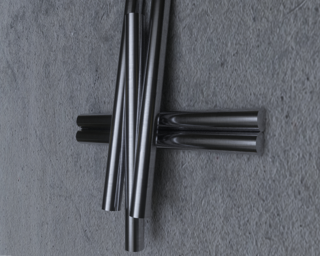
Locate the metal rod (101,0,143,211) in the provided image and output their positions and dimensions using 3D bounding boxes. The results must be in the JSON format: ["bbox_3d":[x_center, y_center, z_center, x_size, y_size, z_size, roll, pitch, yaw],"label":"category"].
[{"bbox_3d":[-0.049,-0.042,0.417,0.025,0.025,0.298,0,82,39],"label":"metal rod"}]

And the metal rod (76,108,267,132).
[{"bbox_3d":[-0.011,-0.010,0.414,0.300,0.025,0.025,1,91,39],"label":"metal rod"}]

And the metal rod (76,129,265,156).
[{"bbox_3d":[-0.012,0.015,0.415,0.300,0.025,0.025,1,91,39],"label":"metal rod"}]

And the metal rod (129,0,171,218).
[{"bbox_3d":[-0.010,-0.042,0.385,0.025,0.025,0.298,0,82,39],"label":"metal rod"}]

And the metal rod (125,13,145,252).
[{"bbox_3d":[-0.032,0.005,0.398,0.025,0.025,0.298,0,90,39],"label":"metal rod"}]
